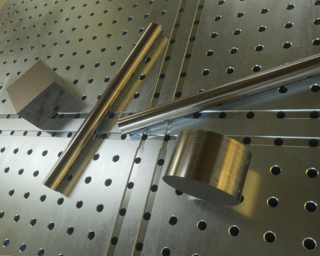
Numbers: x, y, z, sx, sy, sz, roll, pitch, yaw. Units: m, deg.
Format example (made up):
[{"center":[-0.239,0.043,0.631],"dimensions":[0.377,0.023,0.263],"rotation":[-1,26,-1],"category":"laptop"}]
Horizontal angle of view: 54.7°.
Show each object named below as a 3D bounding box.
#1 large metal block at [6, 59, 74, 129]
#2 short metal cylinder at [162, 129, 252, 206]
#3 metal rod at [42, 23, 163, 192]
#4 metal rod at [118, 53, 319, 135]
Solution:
[{"center":[-0.209,-0.060,0.539],"dimensions":[0.080,0.050,0.080],"rotation":[-41,51,0],"category":"large metal block"},{"center":[0.049,0.042,0.322],"dimensions":[0.080,0.080,0.050],"rotation":[8,66,31],"category":"short metal cylinder"},{"center":[-0.081,-0.040,0.475],"dimensions":[0.025,0.025,0.300],"rotation":[21,72,36],"category":"metal rod"},{"center":[0.084,-0.043,0.390],"dimensions":[0.301,0.025,0.025],"rotation":[-17,55,18],"category":"metal rod"}]
